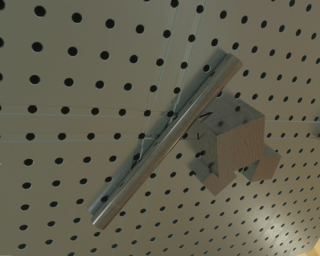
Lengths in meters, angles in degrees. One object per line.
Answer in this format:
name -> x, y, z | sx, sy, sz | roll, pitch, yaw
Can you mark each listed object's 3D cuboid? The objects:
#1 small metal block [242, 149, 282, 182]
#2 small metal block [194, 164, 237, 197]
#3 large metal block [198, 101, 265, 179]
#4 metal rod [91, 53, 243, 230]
small metal block -> 0.181, 0.066, 0.550 | 0.050, 0.025, 0.050 | -2, 120, -28
small metal block -> 0.092, 0.078, 0.509 | 0.050, 0.025, 0.050 | -42, 130, 1
large metal block -> 0.106, 0.017, 0.463 | 0.081, 0.050, 0.080 | -22, 127, -16
metal rod -> 0.006, 0.023, 0.428 | 0.025, 0.025, 0.299 | 34, 99, -39
